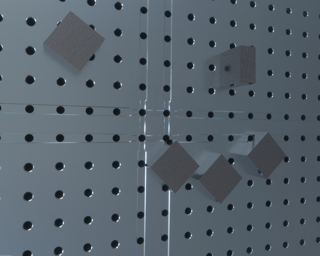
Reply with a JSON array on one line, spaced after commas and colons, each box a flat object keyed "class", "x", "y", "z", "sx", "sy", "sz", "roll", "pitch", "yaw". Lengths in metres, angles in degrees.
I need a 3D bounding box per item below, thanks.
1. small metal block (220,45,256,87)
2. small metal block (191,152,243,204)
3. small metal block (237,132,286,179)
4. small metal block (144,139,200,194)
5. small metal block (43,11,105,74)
[{"class": "small metal block", "x": 0.110, "y": -0.086, "z": 0.441, "sx": 0.025, "sy": 0.050, "sz": 0.050, "roll": 0, "pitch": 90, "yaw": -20}, {"class": "small metal block", "x": 0.081, "y": 0.071, "z": 0.444, "sx": 0.050, "sy": 0.025, "sz": 0.050, "roll": -46, "pitch": 105, "yaw": -15}, {"class": "small metal block", "x": 0.155, "y": 0.041, "z": 0.472, "sx": 0.050, "sy": 0.025, "sz": 0.050, "roll": -45, "pitch": 104, "yaw": -15}, {"class": "small metal block", "x": 0.016, "y": 0.051, "z": 0.420, "sx": 0.050, "sy": 0.025, "sz": 0.050, "roll": -46, "pitch": 105, "yaw": -15}, {"class": "small metal block", "x": -0.104, "y": -0.102, "z": 0.375, "sx": 0.050, "sy": 0.025, "sz": 0.050, "roll": 38, "pitch": 78, "yaw": -17}]
